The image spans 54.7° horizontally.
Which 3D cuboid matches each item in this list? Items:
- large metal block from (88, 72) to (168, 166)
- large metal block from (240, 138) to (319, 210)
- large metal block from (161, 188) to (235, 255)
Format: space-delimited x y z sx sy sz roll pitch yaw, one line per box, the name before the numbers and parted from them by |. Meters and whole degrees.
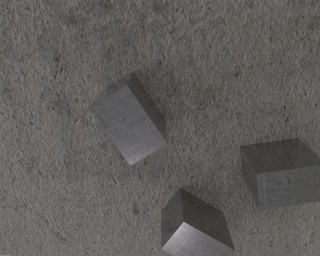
large metal block | -0.034 -0.015 0.374 0.050 0.080 0.080 -31 107 11
large metal block | 0.155 0.056 0.402 0.080 0.080 0.050 -9 110 3
large metal block | 0.049 0.142 0.433 0.080 0.080 0.050 32 107 -11
